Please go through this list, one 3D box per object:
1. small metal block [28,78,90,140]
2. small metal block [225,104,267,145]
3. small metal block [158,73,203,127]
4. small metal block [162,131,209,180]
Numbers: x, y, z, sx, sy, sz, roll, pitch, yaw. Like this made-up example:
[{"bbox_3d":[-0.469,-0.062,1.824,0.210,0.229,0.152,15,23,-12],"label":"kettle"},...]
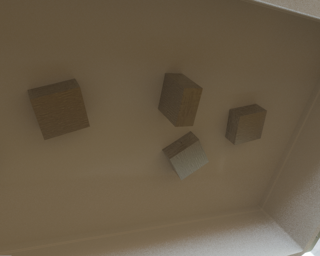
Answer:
[{"bbox_3d":[-0.109,-0.021,0.336,0.050,0.025,0.050,-18,126,-18],"label":"small metal block"},{"bbox_3d":[0.132,-0.006,0.477,0.050,0.025,0.050,-12,124,-22],"label":"small metal block"},{"bbox_3d":[0.024,-0.035,0.383,0.025,0.050,0.050,-3,120,-27],"label":"small metal block"},{"bbox_3d":[0.038,0.041,0.455,0.050,0.025,0.050,-33,129,-7],"label":"small metal block"}]
